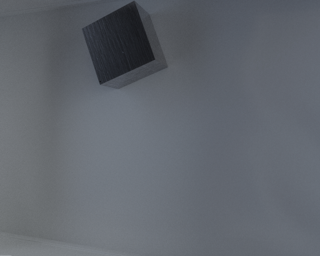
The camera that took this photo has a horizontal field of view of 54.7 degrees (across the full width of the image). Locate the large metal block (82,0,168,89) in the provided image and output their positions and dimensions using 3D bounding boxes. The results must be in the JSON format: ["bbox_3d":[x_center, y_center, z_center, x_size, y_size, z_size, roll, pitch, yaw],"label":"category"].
[{"bbox_3d":[-0.046,-0.106,0.412,0.080,0.050,0.080,-21,83,18],"label":"large metal block"}]
